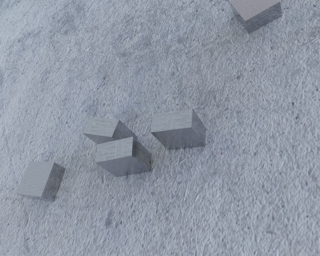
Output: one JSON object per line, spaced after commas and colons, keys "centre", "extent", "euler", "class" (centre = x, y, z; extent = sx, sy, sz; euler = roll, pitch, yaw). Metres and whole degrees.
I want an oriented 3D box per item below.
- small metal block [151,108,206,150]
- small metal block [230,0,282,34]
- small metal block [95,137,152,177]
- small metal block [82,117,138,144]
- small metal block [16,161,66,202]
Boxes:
{"centre": [0.024, 0.003, 0.374], "extent": [0.050, 0.050, 0.025], "euler": [-8, 59, 24], "class": "small metal block"}
{"centre": [0.135, -0.168, 0.436], "extent": [0.050, 0.025, 0.050], "euler": [-28, 52, 10], "class": "small metal block"}
{"centre": [-0.044, 0.038, 0.388], "extent": [0.050, 0.050, 0.025], "euler": [-13, 57, 21], "class": "small metal block"}
{"centre": [-0.066, 0.010, 0.417], "extent": [0.050, 0.050, 0.025], "euler": [6, 65, 31], "class": "small metal block"}
{"centre": [-0.171, 0.077, 0.447], "extent": [0.050, 0.025, 0.050], "euler": [-1, 61, 27], "class": "small metal block"}
